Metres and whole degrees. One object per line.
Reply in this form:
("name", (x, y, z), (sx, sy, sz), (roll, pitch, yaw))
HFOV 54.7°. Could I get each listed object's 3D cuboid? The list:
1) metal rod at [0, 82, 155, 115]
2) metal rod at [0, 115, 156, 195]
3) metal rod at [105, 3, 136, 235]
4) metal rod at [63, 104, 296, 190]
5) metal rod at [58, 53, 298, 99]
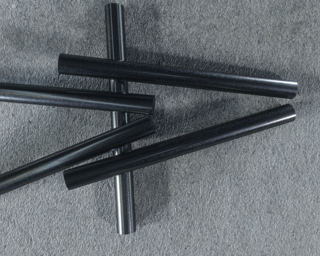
("metal rod", (-0.157, -0.042, 0.395), (0.302, 0.025, 0.025), (5, 90, 5))
("metal rod", (-0.149, 0.050, 0.395), (0.301, 0.025, 0.025), (-22, 90, 5))
("metal rod", (-0.052, -0.012, 0.410), (0.025, 0.025, 0.298), (-3, 90, -1))
("metal rod", (0.030, 0.022, 0.396), (0.302, 0.025, 0.025), (-16, 90, -7))
("metal rod", (0.028, -0.065, 0.395), (0.302, 0.025, 0.025), (5, 90, -7))
